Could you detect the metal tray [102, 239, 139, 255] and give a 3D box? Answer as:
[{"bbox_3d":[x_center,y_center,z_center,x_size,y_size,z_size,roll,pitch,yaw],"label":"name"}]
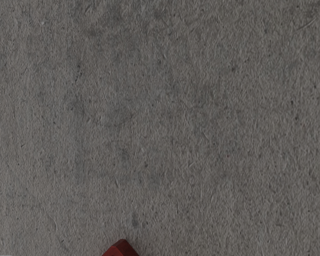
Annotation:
[{"bbox_3d":[-0.042,0.231,0.421,0.130,0.030,0.090,46,104,14],"label":"metal tray"}]
